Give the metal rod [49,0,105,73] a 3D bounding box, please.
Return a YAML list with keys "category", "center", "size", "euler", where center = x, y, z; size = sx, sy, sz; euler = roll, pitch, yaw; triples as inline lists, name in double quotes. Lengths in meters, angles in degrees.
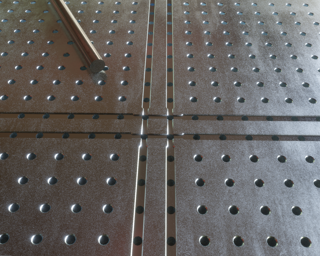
- category: "metal rod"
  center: [-0.169, -0.199, 0.573]
  size: [0.025, 0.025, 0.300]
  euler: [-22, 54, -18]
